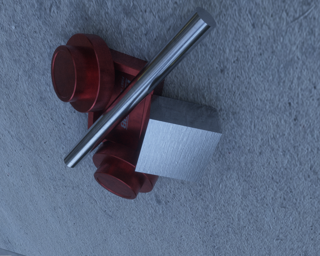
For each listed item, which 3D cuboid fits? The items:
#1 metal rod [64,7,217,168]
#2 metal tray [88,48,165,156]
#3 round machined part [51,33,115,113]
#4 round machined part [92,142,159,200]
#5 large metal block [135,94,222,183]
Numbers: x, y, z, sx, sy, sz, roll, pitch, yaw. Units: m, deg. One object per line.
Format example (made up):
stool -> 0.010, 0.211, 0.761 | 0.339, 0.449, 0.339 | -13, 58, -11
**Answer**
metal rod -> -0.046, -0.026, 0.378 | 0.025, 0.025, 0.299 | 46, 129, -4
metal tray -> -0.049, -0.030, 0.412 | 0.090, 0.030, 0.129 | 22, 127, 14
round machined part -> -0.101, -0.067, 0.383 | 0.098, 0.042, 0.097 | 12, 106, 47
round machined part -> -0.055, 0.067, 0.445 | 0.098, 0.042, 0.098 | 20, 148, 14
large metal block -> 0.019, 0.014, 0.372 | 0.081, 0.050, 0.079 | 12, 127, -8
